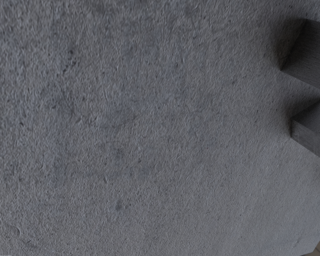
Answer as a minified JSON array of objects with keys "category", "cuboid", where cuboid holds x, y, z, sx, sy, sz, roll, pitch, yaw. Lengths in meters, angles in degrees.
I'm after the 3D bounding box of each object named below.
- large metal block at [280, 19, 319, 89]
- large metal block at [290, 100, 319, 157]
[{"category":"large metal block","cuboid":[0.234,-0.099,0.437,0.050,0.080,0.079,7,115,-32]},{"category":"large metal block","cuboid":[0.284,0.001,0.526,0.080,0.080,0.050,-29,128,-10]}]
